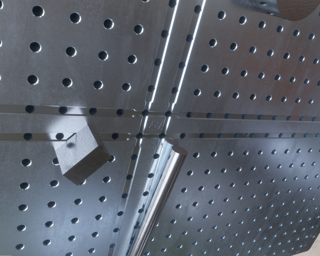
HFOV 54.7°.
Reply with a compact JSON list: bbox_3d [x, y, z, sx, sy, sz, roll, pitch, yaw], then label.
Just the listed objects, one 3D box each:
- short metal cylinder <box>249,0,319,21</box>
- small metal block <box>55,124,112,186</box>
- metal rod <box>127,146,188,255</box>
[{"bbox_3d":[0.154,-0.175,0.373,0.081,0.050,0.079,-14,125,-21],"label":"short metal cylinder"},{"bbox_3d":[-0.091,0.031,0.365,0.050,0.050,0.025,-40,130,-2],"label":"small metal block"},{"bbox_3d":[-0.021,0.162,0.501,0.025,0.025,0.298,7,115,-32],"label":"metal rod"}]
